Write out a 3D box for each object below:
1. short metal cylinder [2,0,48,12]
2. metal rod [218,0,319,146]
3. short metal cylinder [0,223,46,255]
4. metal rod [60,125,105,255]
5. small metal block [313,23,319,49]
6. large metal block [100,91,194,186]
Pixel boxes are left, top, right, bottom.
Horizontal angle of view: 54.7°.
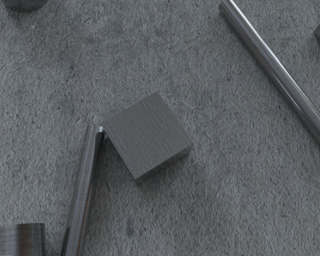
[{"bbox_3d":[-0.215,-0.227,0.476,0.081,0.050,0.080,0,70,0],"label":"short metal cylinder"},{"bbox_3d":[0.172,-0.068,0.434,0.025,0.025,0.299,-27,72,-9],"label":"metal rod"},{"bbox_3d":[-0.164,0.134,0.329,0.081,0.080,0.050,-9,71,-3],"label":"short metal cylinder"},{"bbox_3d":[-0.100,0.140,0.356,0.025,0.025,0.299,6,70,2],"label":"metal rod"},{"bbox_3d":[0.265,-0.133,0.459,0.050,0.025,0.050,-8,70,-3],"label":"small metal block"},{"bbox_3d":[-0.016,0.014,0.390,0.080,0.050,0.080,-31,73,-11],"label":"large metal block"}]
